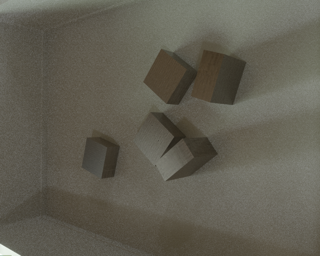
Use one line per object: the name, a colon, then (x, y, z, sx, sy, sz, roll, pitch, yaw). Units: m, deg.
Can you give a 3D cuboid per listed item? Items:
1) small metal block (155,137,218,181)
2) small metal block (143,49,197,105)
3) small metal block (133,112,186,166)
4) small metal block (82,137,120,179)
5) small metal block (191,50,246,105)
small metal block: (0.031, 0.036, 0.365, 0.050, 0.050, 0.025, -44, 63, 31)
small metal block: (0.013, -0.065, 0.396, 0.050, 0.025, 0.050, 46, 117, 30)
small metal block: (-0.002, 0.014, 0.408, 0.050, 0.025, 0.050, 47, 118, 30)
small metal block: (-0.093, 0.045, 0.484, 0.050, 0.025, 0.050, 20, 103, 38)
small metal block: (0.064, -0.054, 0.337, 0.025, 0.050, 0.050, 24, 105, 37)
